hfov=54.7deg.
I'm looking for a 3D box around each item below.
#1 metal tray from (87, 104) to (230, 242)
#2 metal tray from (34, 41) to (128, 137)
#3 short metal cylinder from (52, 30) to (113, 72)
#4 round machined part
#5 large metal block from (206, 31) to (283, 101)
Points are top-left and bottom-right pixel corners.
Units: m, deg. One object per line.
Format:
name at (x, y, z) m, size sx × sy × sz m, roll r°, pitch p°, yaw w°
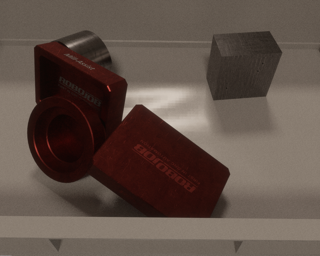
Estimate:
metal tray at (0.002, 0.046, 0.331) m, size 0.130 × 0.030 × 0.090 m, roll 37°, pitch 55°, yaw -2°
metal tray at (-0.105, -0.044, 0.394) m, size 0.130 × 0.089 × 0.030 m, roll 30°, pitch 37°, yaw 22°
short metal cylinder at (-0.114, -0.092, 0.441) m, size 0.080 × 0.079 × 0.050 m, roll 33°, pitch 48°, yaw 24°
round machined part at (-0.103, 0.011, 0.360) m, size 0.098 × 0.097 × 0.042 m, roll 27°, pitch 20°, yaw 21°
large metal block at (0.116, -0.088, 0.445) m, size 0.081 × 0.080 × 0.050 m, roll -5°, pitch 50°, yaw -4°
